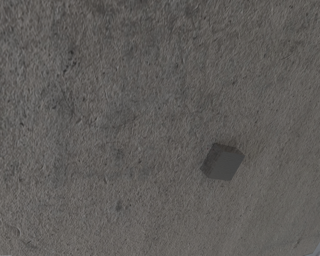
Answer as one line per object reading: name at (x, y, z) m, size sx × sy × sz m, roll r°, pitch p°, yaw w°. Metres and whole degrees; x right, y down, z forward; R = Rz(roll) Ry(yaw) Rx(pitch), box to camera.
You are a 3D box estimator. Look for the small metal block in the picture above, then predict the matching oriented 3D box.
small metal block at (0.100, 0.055, 0.494) m, size 0.050 × 0.025 × 0.050 m, roll 13°, pitch 112°, yaw -34°
